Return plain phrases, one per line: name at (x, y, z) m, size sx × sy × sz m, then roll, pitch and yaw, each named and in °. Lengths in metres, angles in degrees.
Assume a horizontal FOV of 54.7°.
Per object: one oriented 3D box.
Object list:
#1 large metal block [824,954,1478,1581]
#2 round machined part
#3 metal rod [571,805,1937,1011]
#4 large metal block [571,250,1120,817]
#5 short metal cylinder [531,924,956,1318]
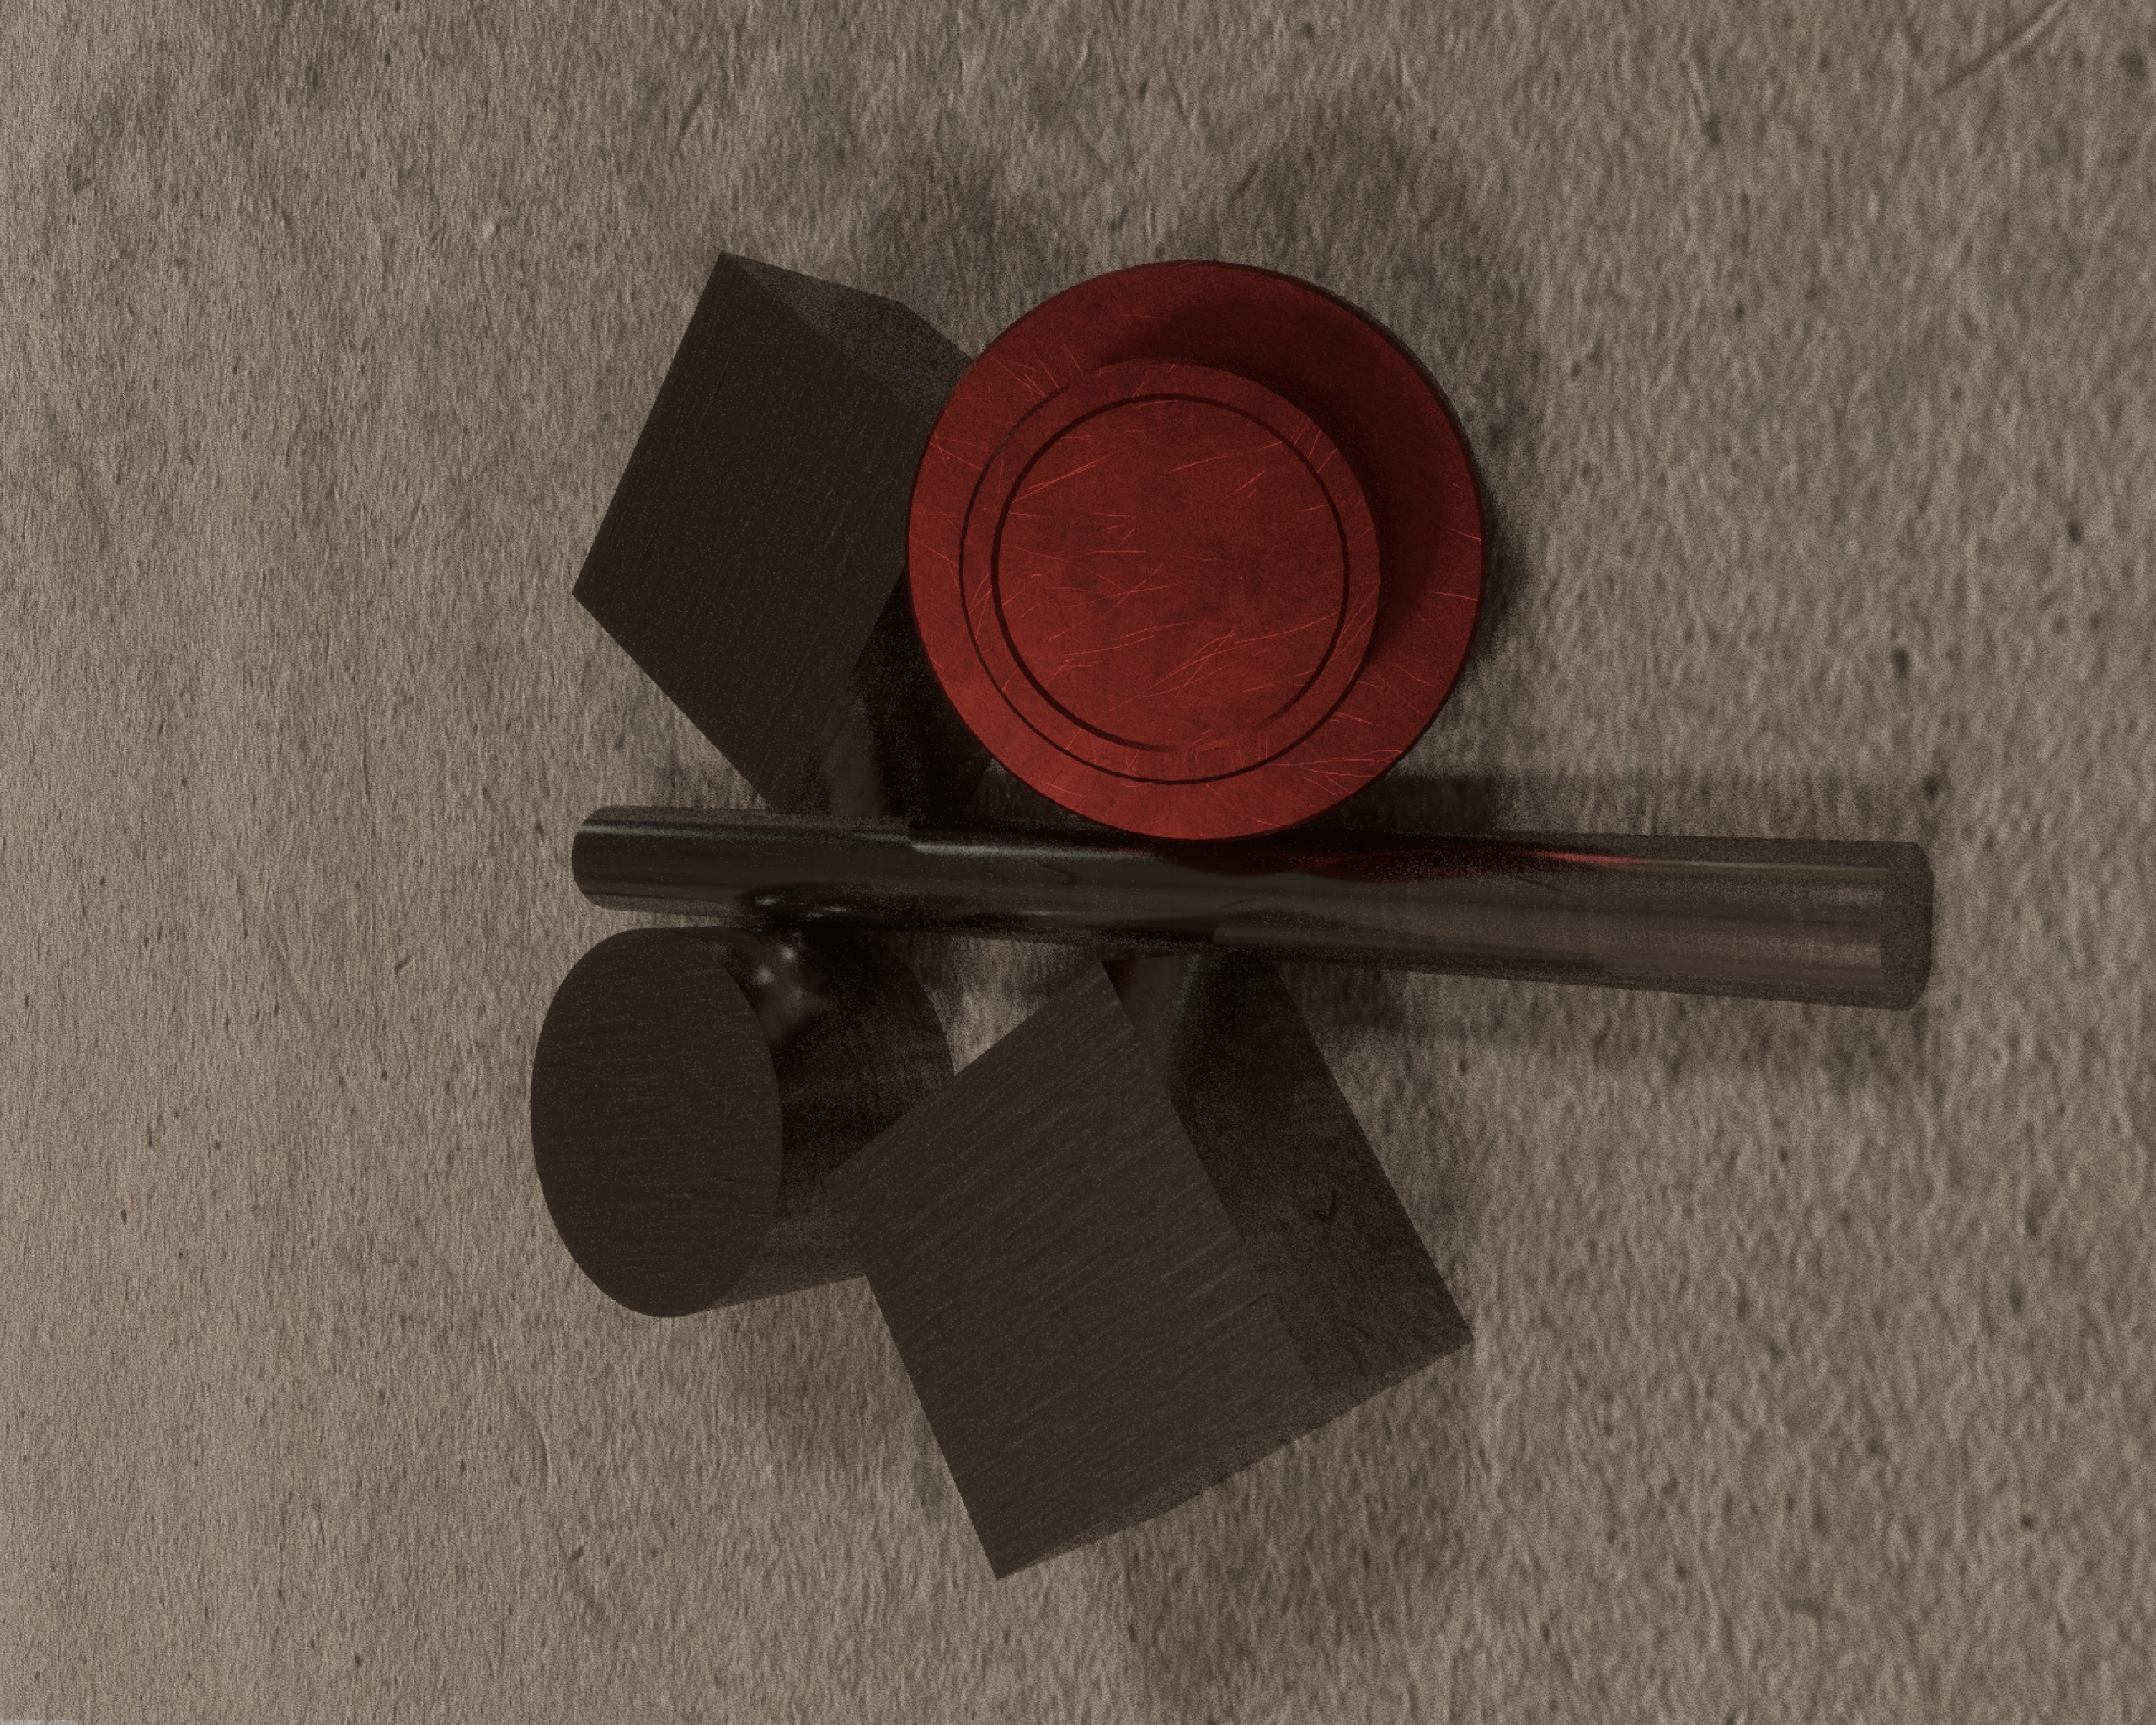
large metal block at (0.011, 0.071, 0.379) m, size 0.080 × 0.050 × 0.080 m, roll -40°, pitch 66°, yaw 32°
round machined part at (0.018, -0.050, 0.348) m, size 0.098 × 0.042 × 0.097 m, roll 3°, pitch 105°, yaw 11°
metal rod at (0.006, 0.004, 0.401) m, size 0.300 × 0.025 × 0.025 m, roll 3°, pitch 92°, yaw 39°
large metal block at (-0.048, -0.065, 0.424) m, size 0.080 × 0.050 × 0.080 m, roll 44°, pitch 116°, yaw 31°
short metal cylinder at (-0.072, 0.053, 0.447) m, size 0.080 × 0.050 × 0.079 m, roll 0°, pitch 90°, yaw 39°
